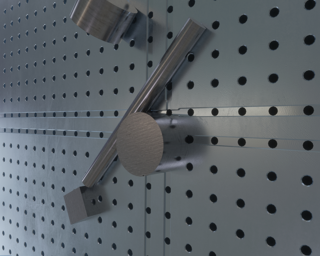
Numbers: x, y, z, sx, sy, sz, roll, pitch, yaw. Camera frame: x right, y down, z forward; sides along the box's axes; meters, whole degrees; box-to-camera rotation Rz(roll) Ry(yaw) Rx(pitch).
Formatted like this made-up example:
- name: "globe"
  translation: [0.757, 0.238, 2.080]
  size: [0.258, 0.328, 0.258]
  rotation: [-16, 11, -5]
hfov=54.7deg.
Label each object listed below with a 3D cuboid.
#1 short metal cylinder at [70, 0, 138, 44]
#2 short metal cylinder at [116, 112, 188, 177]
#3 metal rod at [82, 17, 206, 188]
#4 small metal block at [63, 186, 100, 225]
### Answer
- name: "short metal cylinder"
  translation: [-0.079, -0.164, 0.439]
  size: [0.080, 0.081, 0.050]
  rotation: [50, 120, 28]
- name: "short metal cylinder"
  translation: [-0.011, 0.020, 0.402]
  size: [0.080, 0.050, 0.079]
  rotation: [0, 90, 40]
- name: "metal rod"
  translation: [-0.035, -0.019, 0.438]
  size: [0.025, 0.025, 0.298]
  rotation: [52, 120, 27]
- name: "small metal block"
  translation: [-0.131, 0.128, 0.518]
  size: [0.050, 0.025, 0.050]
  rotation: [-32, 71, 35]
